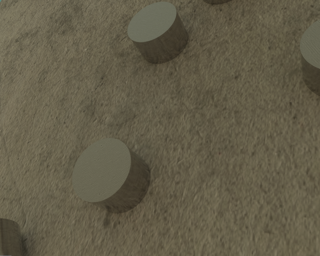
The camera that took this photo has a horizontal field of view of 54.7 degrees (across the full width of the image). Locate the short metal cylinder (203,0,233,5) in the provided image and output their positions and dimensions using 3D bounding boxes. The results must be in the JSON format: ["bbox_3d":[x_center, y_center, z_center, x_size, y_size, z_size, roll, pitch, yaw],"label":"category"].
[{"bbox_3d":[0.095,-0.242,0.486,0.080,0.050,0.080,-13,56,20],"label":"short metal cylinder"}]

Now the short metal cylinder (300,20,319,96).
[{"bbox_3d":[0.196,-0.077,0.332,0.080,0.050,0.080,-13,56,20],"label":"short metal cylinder"}]

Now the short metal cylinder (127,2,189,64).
[{"bbox_3d":[-0.003,-0.146,0.477,0.080,0.050,0.080,-13,56,20],"label":"short metal cylinder"}]

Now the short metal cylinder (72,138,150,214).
[{"bbox_3d":[-0.059,0.059,0.381,0.080,0.050,0.080,-13,56,20],"label":"short metal cylinder"}]

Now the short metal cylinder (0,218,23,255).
[{"bbox_3d":[-0.214,0.156,0.383,0.080,0.080,0.050,-34,52,6],"label":"short metal cylinder"}]
